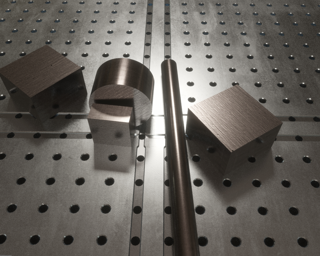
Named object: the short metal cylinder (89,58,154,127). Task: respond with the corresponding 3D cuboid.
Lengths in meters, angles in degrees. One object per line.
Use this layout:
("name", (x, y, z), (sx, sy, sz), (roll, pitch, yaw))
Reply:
("short metal cylinder", (-0.049, -0.045, 0.409), (0.081, 0.080, 0.050), (2, 50, 1))

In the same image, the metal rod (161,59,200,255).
("metal rod", (0.020, 0.015, 0.394), (0.025, 0.025, 0.300), (-2, 50, -2))

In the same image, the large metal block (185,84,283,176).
("large metal block", (0.090, 0.000, 0.392), (0.081, 0.050, 0.080), (-26, 55, -21))

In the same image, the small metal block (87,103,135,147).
("small metal block", (-0.060, -0.003, 0.393), (0.050, 0.050, 0.025), (6, 51, 4))

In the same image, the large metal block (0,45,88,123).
("large metal block", (-0.166, -0.065, 0.444), (0.080, 0.050, 0.080), (34, 58, 25))
